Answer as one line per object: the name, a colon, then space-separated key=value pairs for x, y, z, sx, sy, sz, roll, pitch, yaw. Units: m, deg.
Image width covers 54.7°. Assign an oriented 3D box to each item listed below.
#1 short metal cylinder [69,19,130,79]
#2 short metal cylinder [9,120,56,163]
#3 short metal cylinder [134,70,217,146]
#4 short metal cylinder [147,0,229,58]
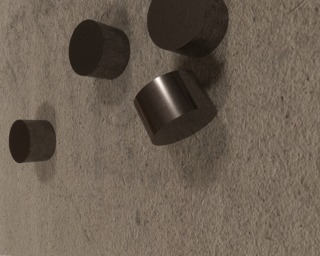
short metal cylinder: x=-0.091 y=-0.115 z=0.461 sx=0.080 sy=0.050 sz=0.079 roll=0 pitch=90 yaw=39
short metal cylinder: x=-0.241 y=0.024 z=0.584 sx=0.080 sy=0.050 sz=0.079 roll=0 pitch=90 yaw=39
short metal cylinder: x=0.017 y=-0.021 z=0.353 sx=0.080 sy=0.081 sz=0.050 roll=-40 pitch=66 yaw=32
short metal cylinder: x=0.032 y=-0.126 z=0.361 sx=0.080 sy=0.050 sz=0.079 roll=0 pitch=90 yaw=39
